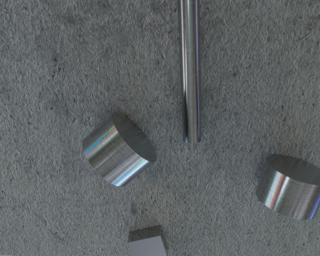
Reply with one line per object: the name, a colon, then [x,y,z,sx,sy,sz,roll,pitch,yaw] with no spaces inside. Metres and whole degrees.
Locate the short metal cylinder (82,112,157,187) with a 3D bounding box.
short metal cylinder: [-0.049,0.026,0.390,0.050,0.080,0.080,-40,106,13]

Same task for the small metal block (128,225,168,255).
small metal block: [-0.018,0.182,0.477,0.050,0.025,0.050,-14,110,4]

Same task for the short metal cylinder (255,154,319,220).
short metal cylinder: [0.174,0.076,0.411,0.081,0.080,0.050,10,110,-4]

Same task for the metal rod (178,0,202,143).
metal rod: [0.034,-0.124,0.364,0.025,0.025,0.298,-3,110,1]
